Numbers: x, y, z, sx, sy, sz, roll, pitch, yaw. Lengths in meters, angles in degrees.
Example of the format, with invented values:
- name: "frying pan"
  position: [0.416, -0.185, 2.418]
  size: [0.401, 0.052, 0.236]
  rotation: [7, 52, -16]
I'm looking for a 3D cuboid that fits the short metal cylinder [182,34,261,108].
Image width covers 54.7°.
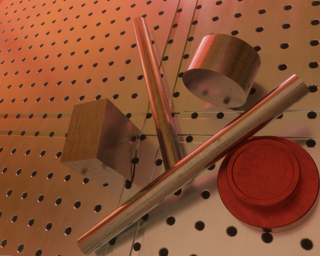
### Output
- name: "short metal cylinder"
  position: [0.074, -0.067, 0.374]
  size: [0.080, 0.080, 0.050]
  rotation: [14, 69, 33]

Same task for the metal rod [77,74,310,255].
- name: "metal rod"
  position: [0.026, 0.048, 0.338]
  size: [0.300, 0.025, 0.025]
  rotation: [-39, 51, 12]

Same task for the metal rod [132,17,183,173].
- name: "metal rod"
  position: [-0.008, -0.063, 0.449]
  size: [0.025, 0.025, 0.299]
  rotation: [-23, 53, 14]

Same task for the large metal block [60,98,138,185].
- name: "large metal block"
  position: [-0.073, 0.020, 0.397]
  size: [0.050, 0.080, 0.080]
  rotation: [-9, 58, 23]

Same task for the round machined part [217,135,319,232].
- name: "round machined part"
  position: [0.105, 0.050, 0.311]
  size: [0.098, 0.042, 0.098]
  rotation: [-13, 56, 20]
